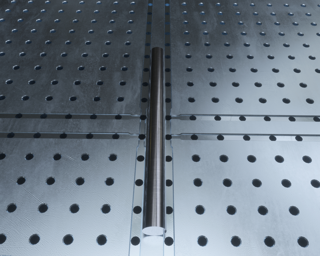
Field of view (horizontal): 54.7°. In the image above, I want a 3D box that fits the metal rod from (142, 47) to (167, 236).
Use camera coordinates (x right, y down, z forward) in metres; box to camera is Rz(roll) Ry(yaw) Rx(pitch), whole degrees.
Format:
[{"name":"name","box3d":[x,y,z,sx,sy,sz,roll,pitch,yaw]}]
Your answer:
[{"name":"metal rod","box3d":[-0.005,-0.009,0.415,0.025,0.025,0.300,0,50,0]}]
